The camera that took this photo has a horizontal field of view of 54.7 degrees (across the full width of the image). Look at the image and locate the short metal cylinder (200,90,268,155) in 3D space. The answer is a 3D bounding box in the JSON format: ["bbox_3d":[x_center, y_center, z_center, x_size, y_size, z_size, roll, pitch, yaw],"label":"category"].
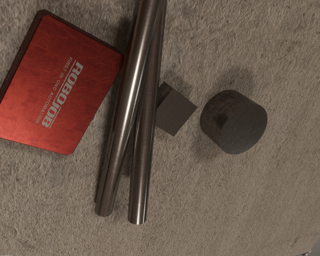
[{"bbox_3d":[0.105,-0.009,0.445,0.081,0.050,0.079,-14,125,-21],"label":"short metal cylinder"}]

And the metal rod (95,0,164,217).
[{"bbox_3d":[-0.043,-0.005,0.356,0.025,0.025,0.298,-3,128,-28],"label":"metal rod"}]

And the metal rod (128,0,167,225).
[{"bbox_3d":[-0.017,-0.018,0.361,0.025,0.025,0.298,-5,113,-27],"label":"metal rod"}]

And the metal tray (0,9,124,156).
[{"bbox_3d":[-0.107,-0.041,0.321,0.091,0.030,0.129,22,106,-37],"label":"metal tray"}]

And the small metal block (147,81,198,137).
[{"bbox_3d":[0.012,-0.024,0.400,0.050,0.025,0.050,32,101,-39],"label":"small metal block"}]
